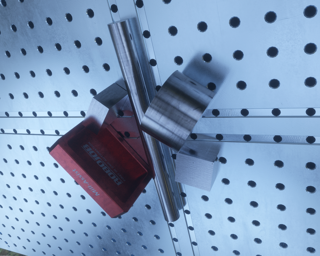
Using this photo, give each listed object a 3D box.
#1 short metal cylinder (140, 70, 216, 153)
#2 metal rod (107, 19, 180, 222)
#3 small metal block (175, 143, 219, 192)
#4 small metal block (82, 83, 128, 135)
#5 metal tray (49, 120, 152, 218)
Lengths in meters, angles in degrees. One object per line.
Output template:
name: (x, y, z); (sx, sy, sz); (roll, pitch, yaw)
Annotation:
short metal cylinder: (0.021, -0.018, 0.352); (0.050, 0.080, 0.079); (33, 129, 6)
metal rod: (-0.015, 0.008, 0.422); (0.025, 0.025, 0.298); (0, 119, 28)
small metal block: (0.049, 0.052, 0.417); (0.050, 0.025, 0.050); (14, 124, 20)
small metal block: (-0.073, -0.026, 0.414); (0.025, 0.050, 0.050); (36, 129, 4)
metal tray: (-0.078, 0.050, 0.438); (0.130, 0.090, 0.030); (48, 129, -6)
